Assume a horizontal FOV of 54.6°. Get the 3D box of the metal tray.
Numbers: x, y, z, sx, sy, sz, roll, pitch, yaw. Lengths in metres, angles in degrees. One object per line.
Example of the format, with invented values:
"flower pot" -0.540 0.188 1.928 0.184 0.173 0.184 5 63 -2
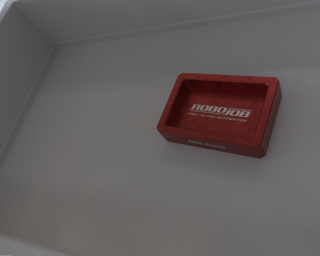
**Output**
"metal tray" 0.070 -0.020 0.378 0.130 0.030 0.090 9 66 32
